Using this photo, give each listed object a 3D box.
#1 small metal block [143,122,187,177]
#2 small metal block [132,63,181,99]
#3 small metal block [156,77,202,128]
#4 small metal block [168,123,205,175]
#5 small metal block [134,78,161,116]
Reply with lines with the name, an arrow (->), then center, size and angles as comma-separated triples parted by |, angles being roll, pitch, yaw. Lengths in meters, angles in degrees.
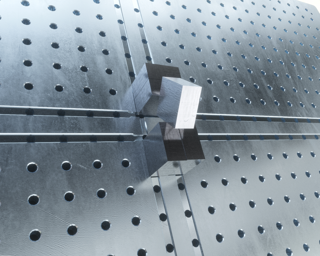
small metal block -> 0.004, 0.027, 0.379 | 0.025, 0.050, 0.050 | 1, 61, -28
small metal block -> -0.005, -0.062, 0.428 | 0.050, 0.050, 0.025 | 2, 61, -28
small metal block -> 0.021, -0.031, 0.371 | 0.025, 0.050, 0.050 | 0, 19, -28
small metal block -> 0.027, 0.026, 0.391 | 0.025, 0.050, 0.050 | 1, 61, -28
small metal block -> 0.000, -0.039, 0.417 | 0.050, 0.050, 0.025 | 2, 61, -28
